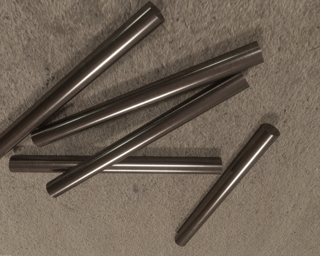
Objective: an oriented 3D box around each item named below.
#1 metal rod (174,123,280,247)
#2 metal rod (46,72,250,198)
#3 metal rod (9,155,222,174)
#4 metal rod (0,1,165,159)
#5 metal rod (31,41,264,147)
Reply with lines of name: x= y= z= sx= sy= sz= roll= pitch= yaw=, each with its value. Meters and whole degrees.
metal rod: x=0.094 y=0.108 z=0.500 sx=0.025 sy=0.025 sz=0.298 roll=16 pitch=128 yaw=-14
metal rod: x=-0.027 y=0.014 z=0.399 sx=0.300 sy=0.025 sz=0.025 roll=-30 pitch=124 yaw=15
metal rod: x=-0.062 y=0.054 z=0.451 sx=0.302 sy=0.025 sz=0.025 roll=1 pitch=130 yaw=-2
metal rod: x=-0.117 y=-0.041 z=0.370 sx=0.299 sy=0.025 sz=0.025 roll=-33 pitch=123 yaw=24
metal rod: x=-0.028 y=-0.035 z=0.377 sx=0.301 sy=0.025 sz=0.025 roll=-20 pitch=128 yaw=15
